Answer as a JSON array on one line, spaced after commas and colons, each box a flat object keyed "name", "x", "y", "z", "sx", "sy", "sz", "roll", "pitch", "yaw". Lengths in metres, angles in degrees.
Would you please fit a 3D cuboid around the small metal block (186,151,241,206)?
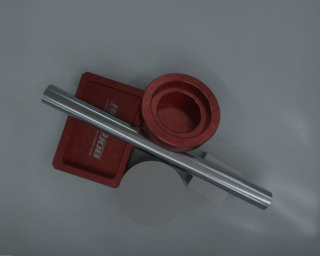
[{"name": "small metal block", "x": 0.070, "y": 0.066, "z": 0.411, "sx": 0.050, "sy": 0.025, "sz": 0.050, "roll": 32, "pitch": 90, "yaw": -1}]

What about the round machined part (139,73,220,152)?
[{"name": "round machined part", "x": 0.022, "y": -0.016, "z": 0.389, "sx": 0.099, "sy": 0.042, "sz": 0.098, "roll": 5, "pitch": 67, "yaw": -12}]

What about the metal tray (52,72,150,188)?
[{"name": "metal tray", "x": -0.074, "y": 0.002, "z": 0.405, "sx": 0.090, "sy": 0.030, "sz": 0.129, "roll": 19, "pitch": 90, "yaw": -1}]

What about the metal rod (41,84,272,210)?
[{"name": "metal rod", "x": -0.001, "y": 0.025, "z": 0.381, "sx": 0.301, "sy": 0.025, "sz": 0.025, "roll": 26, "pitch": 90, "yaw": -3}]

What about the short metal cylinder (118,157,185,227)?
[{"name": "short metal cylinder", "x": -0.010, "y": 0.079, "z": 0.397, "sx": 0.081, "sy": 0.050, "sz": 0.079, "roll": 0, "pitch": 90, "yaw": -1}]
